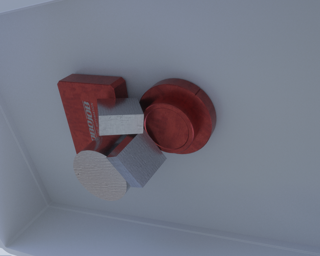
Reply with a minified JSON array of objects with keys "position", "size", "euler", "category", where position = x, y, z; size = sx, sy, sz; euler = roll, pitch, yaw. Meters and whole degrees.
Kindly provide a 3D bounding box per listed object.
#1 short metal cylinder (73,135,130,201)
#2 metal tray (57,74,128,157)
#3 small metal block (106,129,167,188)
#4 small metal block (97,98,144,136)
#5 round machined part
[{"position":[-0.068,0.050,0.417],"size":[0.080,0.050,0.079],"euler":[13,124,20],"category":"short metal cylinder"},{"position":[-0.086,-0.009,0.439],"size":[0.090,0.030,0.129],"euler":[7,122,24],"category":"metal tray"},{"position":[-0.027,0.036,0.376],"size":[0.025,0.050,0.050],"euler":[-12,121,53],"category":"small metal block"},{"position":[-0.049,-0.015,0.372],"size":[0.050,0.050,0.025],"euler":[-3,118,-13],"category":"small metal block"},{"position":[0.016,-0.008,0.381],"size":[0.098,0.042,0.097],"euler":[13,124,20],"category":"round machined part"}]
